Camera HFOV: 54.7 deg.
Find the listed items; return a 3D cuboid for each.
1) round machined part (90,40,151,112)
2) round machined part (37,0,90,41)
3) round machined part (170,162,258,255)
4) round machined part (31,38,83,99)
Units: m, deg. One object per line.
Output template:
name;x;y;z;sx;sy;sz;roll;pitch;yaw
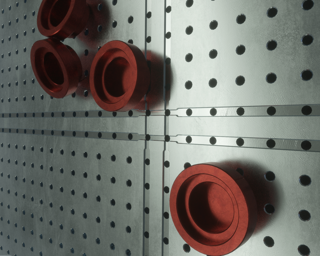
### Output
round machined part;-0.052;-0.071;0.439;0.098;0.042;0.097;0;90;39
round machined part;-0.156;-0.190;0.516;0.098;0.042;0.098;-10;72;33
round machined part;0.062;0.086;0.346;0.098;0.042;0.097;0;90;39
round machined part;-0.169;-0.102;0.520;0.098;0.042;0.097;20;126;31
